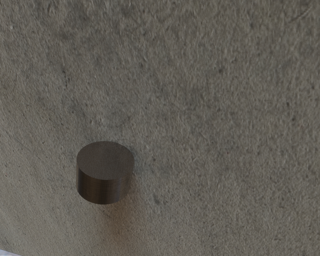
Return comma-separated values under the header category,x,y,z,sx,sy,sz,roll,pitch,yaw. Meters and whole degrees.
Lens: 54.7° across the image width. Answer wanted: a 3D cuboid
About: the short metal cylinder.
category,x,y,z,sx,sy,sz,roll,pitch,yaw
short metal cylinder,-0.080,0.064,0.451,0.080,0.080,0.050,23,127,14
